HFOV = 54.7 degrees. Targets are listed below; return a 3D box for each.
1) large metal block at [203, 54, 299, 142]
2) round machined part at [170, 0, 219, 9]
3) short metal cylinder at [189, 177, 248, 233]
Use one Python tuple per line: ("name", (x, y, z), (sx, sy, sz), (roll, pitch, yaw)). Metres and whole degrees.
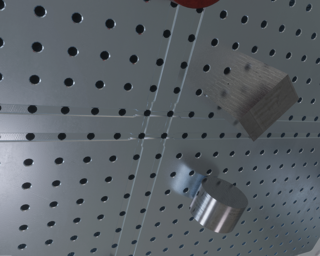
("large metal block", (0.120, -0.042, 0.415), (0.080, 0.080, 0.050), (-44, 129, 2))
("round machined part", (0.032, -0.174, 0.310), (0.099, 0.042, 0.097), (-14, 124, -21))
("short metal cylinder", (0.095, 0.123, 0.504), (0.081, 0.080, 0.050), (9, 114, -32))
